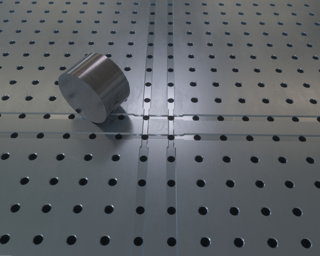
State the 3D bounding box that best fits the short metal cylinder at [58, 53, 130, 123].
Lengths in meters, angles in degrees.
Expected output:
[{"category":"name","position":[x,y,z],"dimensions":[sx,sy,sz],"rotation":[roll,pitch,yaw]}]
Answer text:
[{"category":"short metal cylinder","position":[-0.088,-0.053,0.416],"dimensions":[0.080,0.080,0.050],"rotation":[26,55,20]}]
